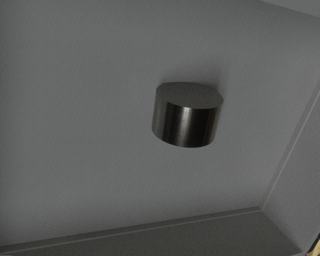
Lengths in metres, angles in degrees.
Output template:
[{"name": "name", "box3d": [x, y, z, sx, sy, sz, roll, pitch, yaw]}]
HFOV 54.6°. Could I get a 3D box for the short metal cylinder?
[{"name": "short metal cylinder", "box3d": [0.032, -0.018, 0.379, 0.081, 0.080, 0.050, -7, 121, -25]}]
